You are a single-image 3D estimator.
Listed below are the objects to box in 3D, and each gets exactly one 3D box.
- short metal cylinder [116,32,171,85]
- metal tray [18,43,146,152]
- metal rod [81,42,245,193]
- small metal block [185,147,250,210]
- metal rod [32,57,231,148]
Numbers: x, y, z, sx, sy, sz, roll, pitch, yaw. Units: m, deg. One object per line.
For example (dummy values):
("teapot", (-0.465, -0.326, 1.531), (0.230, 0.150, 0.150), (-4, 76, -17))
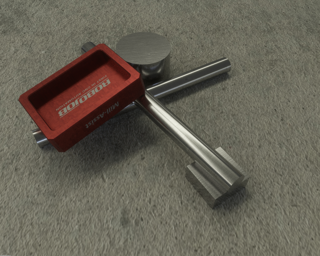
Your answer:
("short metal cylinder", (-0.024, -0.103, 0.474), (0.081, 0.050, 0.080), (0, 50, 0))
("metal tray", (-0.096, -0.042, 0.385), (0.131, 0.030, 0.090), (-38, 59, -14))
("metal rod", (-0.015, -0.031, 0.398), (0.025, 0.025, 0.300), (-32, 57, -24))
("small metal block", (0.065, 0.057, 0.358), (0.050, 0.025, 0.050), (-27, 55, -21))
("metal rod", (-0.026, -0.043, 0.441), (0.302, 0.025, 0.025), (-24, 54, -19))
